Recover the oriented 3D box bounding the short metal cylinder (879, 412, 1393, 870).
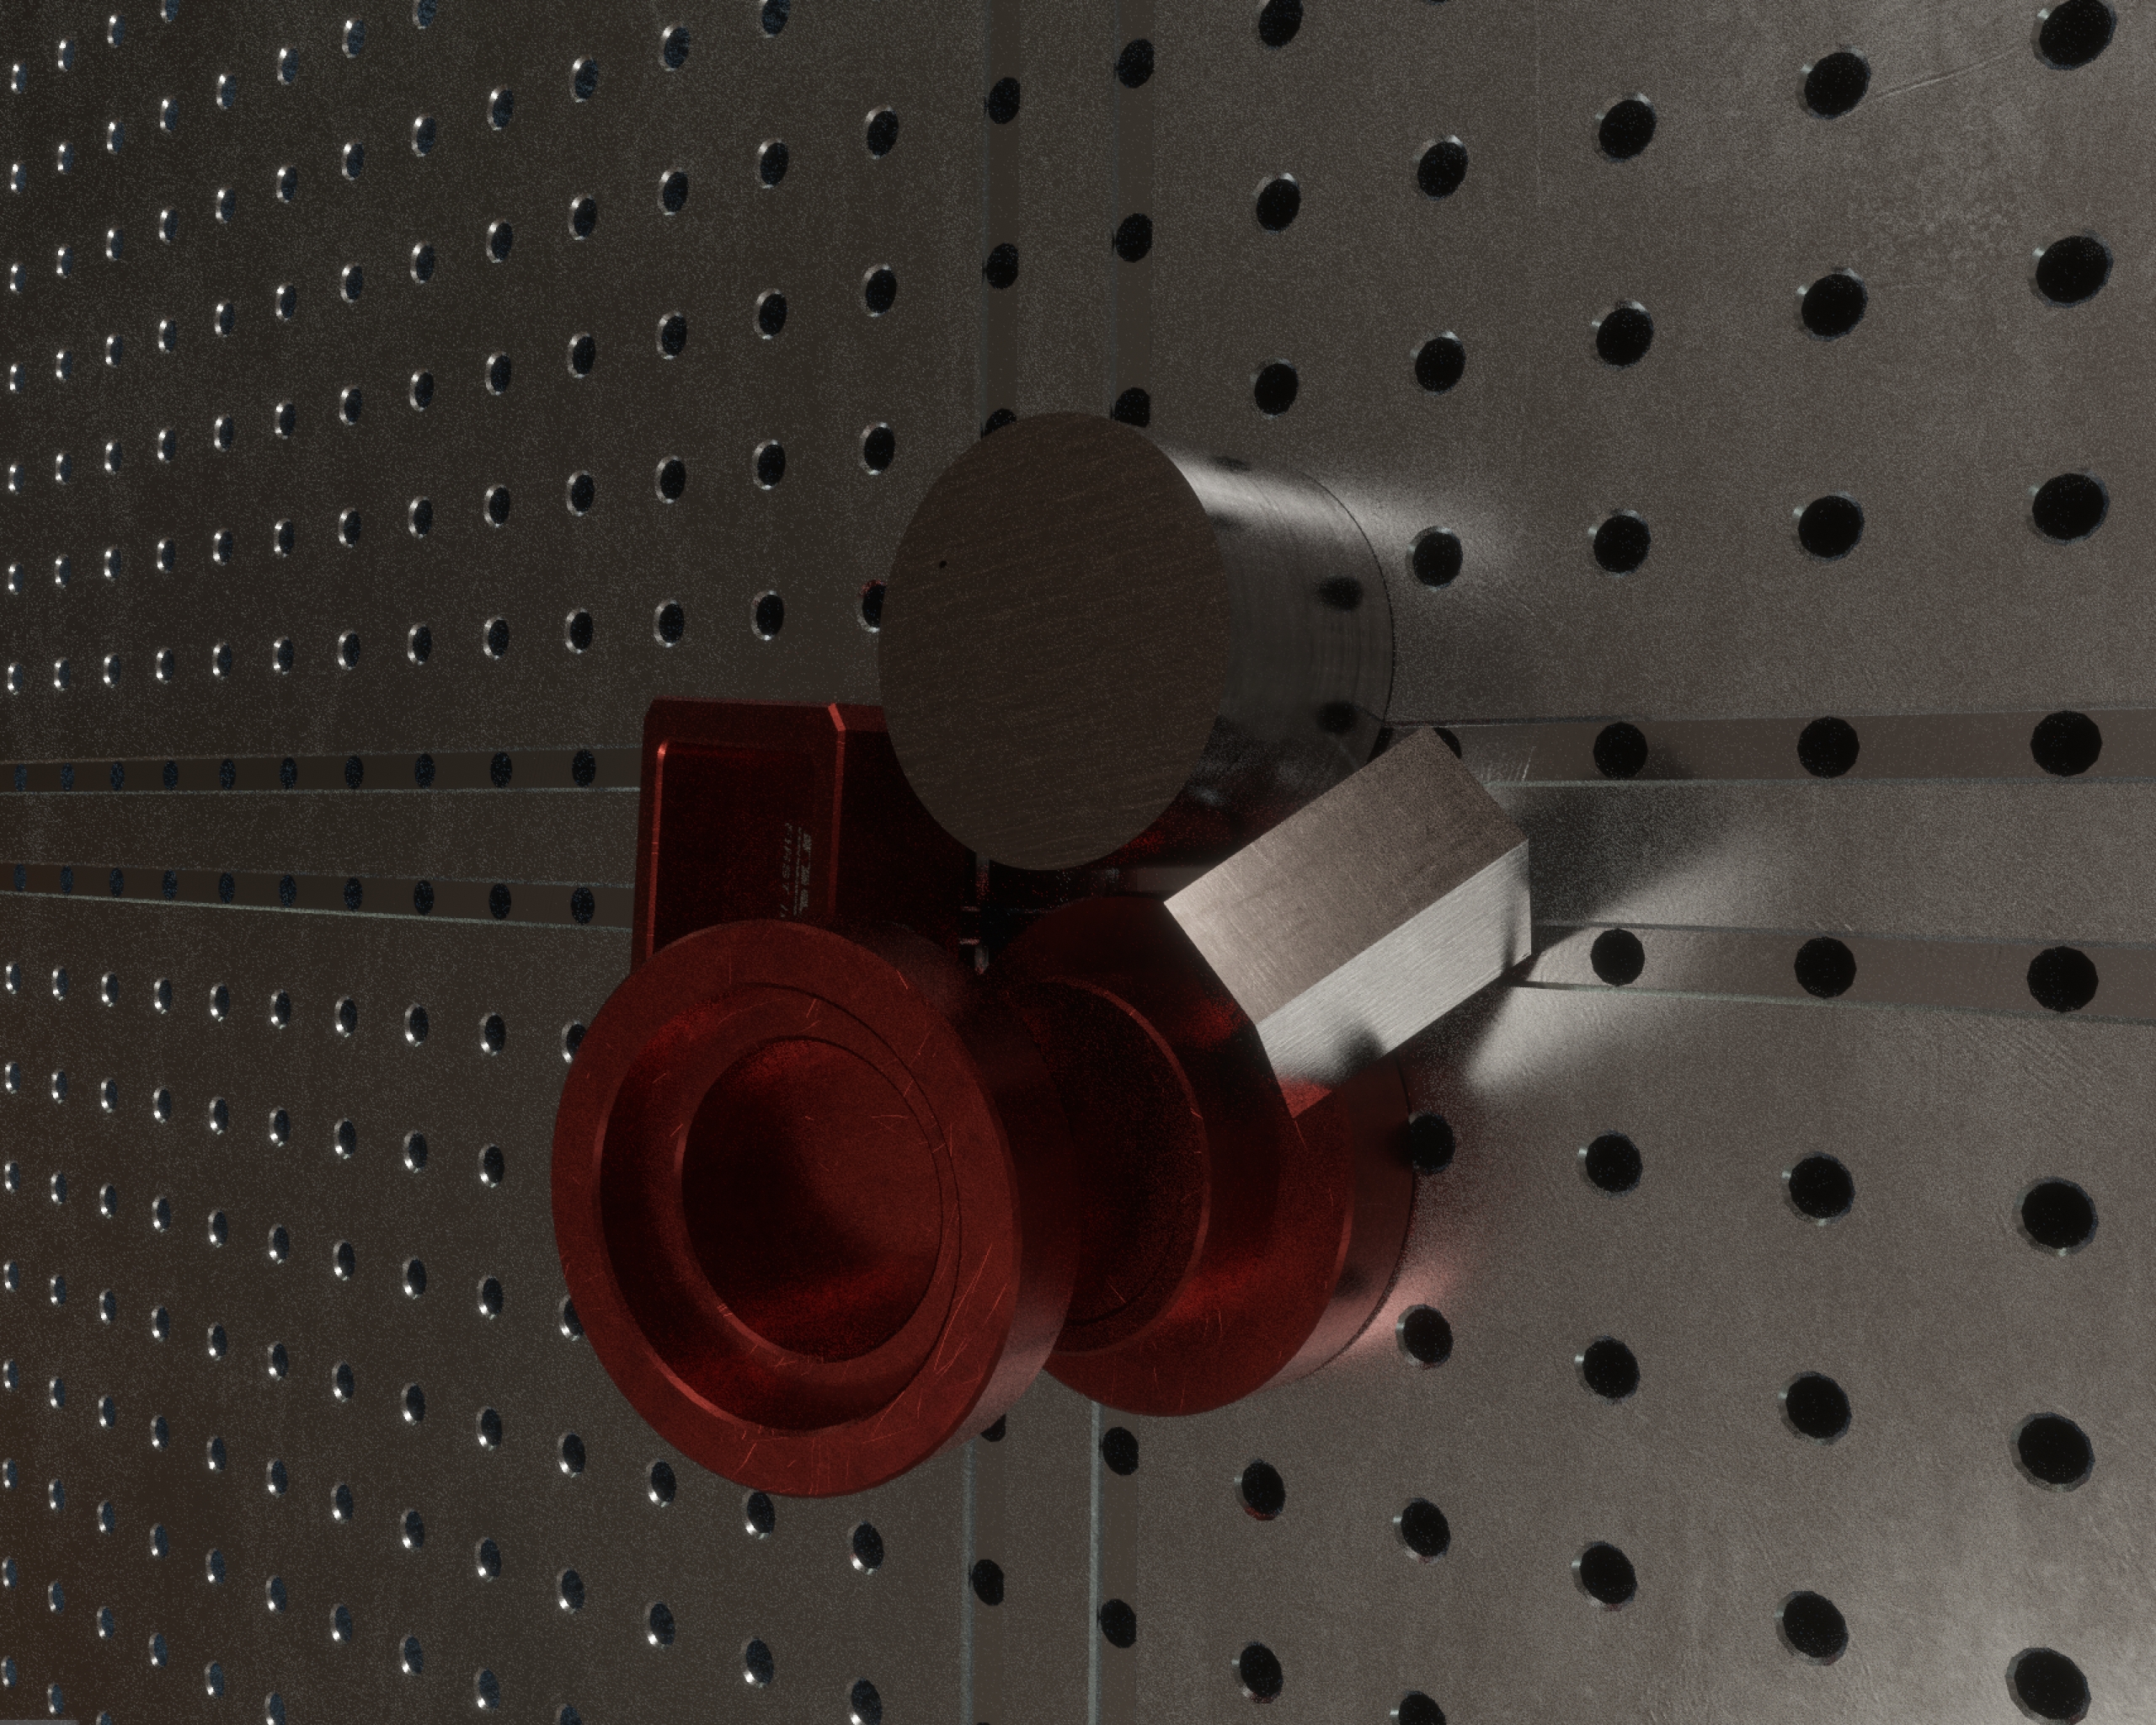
[{"bbox_3d":[0.010,-0.039,0.383,0.080,0.050,0.079,0,90,39],"label":"short metal cylinder"}]

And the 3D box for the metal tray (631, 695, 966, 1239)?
[{"bbox_3d":[-0.063,0.031,0.441,0.090,0.030,0.129,8,95,54],"label":"metal tray"}]

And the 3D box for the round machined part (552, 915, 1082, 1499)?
[{"bbox_3d":[-0.042,0.058,0.368,0.098,0.042,0.097,1,92,29],"label":"round machined part"}]

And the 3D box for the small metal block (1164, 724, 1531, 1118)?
[{"bbox_3d":[0.046,0.011,0.341,0.050,0.050,0.025,-34,64,-4],"label":"small metal block"}]

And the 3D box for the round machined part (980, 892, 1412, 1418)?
[{"bbox_3d":[0.009,0.054,0.388,0.098,0.042,0.097,0,90,39],"label":"round machined part"}]
